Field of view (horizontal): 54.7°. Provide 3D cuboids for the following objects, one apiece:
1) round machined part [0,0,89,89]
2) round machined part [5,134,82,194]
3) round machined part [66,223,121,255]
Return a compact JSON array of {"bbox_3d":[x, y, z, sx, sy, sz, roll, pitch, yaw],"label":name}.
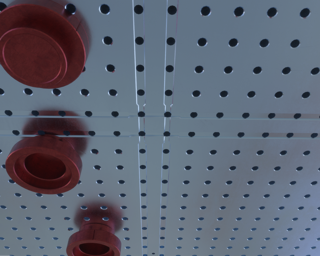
[{"bbox_3d":[-0.129,-0.082,0.329,0.099,0.042,0.097,0,130,0],"label":"round machined part"},{"bbox_3d":[-0.160,0.047,0.438,0.099,0.042,0.097,-1,130,0],"label":"round machined part"},{"bbox_3d":[-0.122,0.216,0.583,0.099,0.042,0.097,-1,130,0],"label":"round machined part"}]
